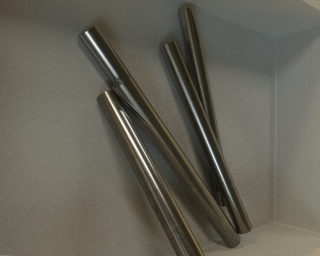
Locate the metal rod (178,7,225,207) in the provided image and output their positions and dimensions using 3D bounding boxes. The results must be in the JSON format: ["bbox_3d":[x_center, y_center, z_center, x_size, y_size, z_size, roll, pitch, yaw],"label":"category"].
[{"bbox_3d":[0.070,-0.024,0.464,0.025,0.025,0.298,-21,104,-38],"label":"metal rod"}]

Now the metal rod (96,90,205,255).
[{"bbox_3d":[0.009,0.090,0.324,0.025,0.025,0.299,-18,73,-39],"label":"metal rod"}]

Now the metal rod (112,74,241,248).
[{"bbox_3d":[0.034,0.060,0.406,0.025,0.025,0.299,-49,119,-28],"label":"metal rod"}]

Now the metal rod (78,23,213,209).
[{"bbox_3d":[-0.003,0.004,0.403,0.025,0.025,0.299,-49,119,-29],"label":"metal rod"}]

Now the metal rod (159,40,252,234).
[{"bbox_3d":[0.070,0.021,0.445,0.025,0.025,0.299,-32,104,-35],"label":"metal rod"}]
